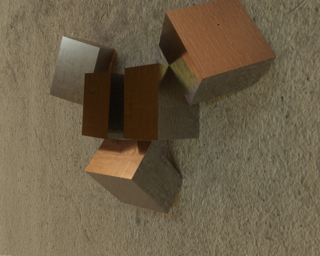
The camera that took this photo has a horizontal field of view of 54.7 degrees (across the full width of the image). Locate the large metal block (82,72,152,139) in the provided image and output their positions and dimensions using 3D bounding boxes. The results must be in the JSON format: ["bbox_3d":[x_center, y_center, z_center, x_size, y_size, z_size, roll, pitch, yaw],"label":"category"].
[{"bbox_3d":[-0.054,-0.028,0.413,0.050,0.081,0.079,6,94,39],"label":"large metal block"}]

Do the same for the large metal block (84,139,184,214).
[{"bbox_3d":[-0.031,0.059,0.386,0.080,0.080,0.050,1,52,40],"label":"large metal block"}]

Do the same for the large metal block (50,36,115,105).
[{"bbox_3d":[-0.109,-0.083,0.446,0.050,0.080,0.079,18,104,1],"label":"large metal block"}]

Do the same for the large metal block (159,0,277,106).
[{"bbox_3d":[0.054,-0.079,0.316,0.050,0.081,0.080,108,140,-64],"label":"large metal block"}]

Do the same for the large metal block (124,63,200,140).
[{"bbox_3d":[0.004,-0.028,0.365,0.050,0.081,0.079,1,91,40],"label":"large metal block"}]
